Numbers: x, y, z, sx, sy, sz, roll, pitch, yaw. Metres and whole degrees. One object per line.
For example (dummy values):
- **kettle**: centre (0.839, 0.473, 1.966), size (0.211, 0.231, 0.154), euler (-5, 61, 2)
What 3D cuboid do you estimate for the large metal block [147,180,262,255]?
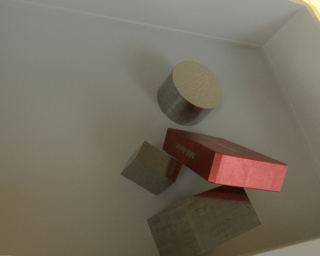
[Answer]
- **large metal block**: centre (0.044, 0.102, 0.334), size (0.081, 0.080, 0.050), euler (-10, 67, -33)

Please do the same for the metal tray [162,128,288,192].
- **metal tray**: centre (0.069, 0.033, 0.363), size (0.091, 0.130, 0.030), euler (11, 97, -23)

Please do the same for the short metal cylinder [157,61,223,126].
- **short metal cylinder**: centre (0.043, -0.049, 0.445), size (0.081, 0.050, 0.080), euler (14, 56, -21)

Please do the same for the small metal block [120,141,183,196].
- **small metal block**: centre (-0.011, 0.047, 0.356), size (0.050, 0.050, 0.025), euler (33, 52, -8)
